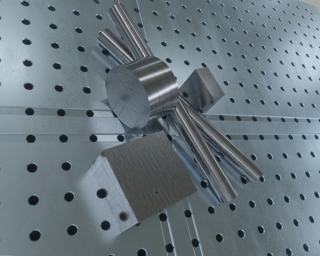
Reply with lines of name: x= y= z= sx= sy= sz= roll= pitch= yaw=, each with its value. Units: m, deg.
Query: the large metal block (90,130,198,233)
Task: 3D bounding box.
large metal block: x=-0.019 y=0.058 z=0.348 sx=0.081 sy=0.050 sz=0.080 roll=-18 pitch=72 yaw=-35

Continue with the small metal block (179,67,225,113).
small metal block: x=0.061 y=-0.054 z=0.460 sx=0.025 sy=0.050 sz=0.050 roll=-17 pitch=71 yaw=-35

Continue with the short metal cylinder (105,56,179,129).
short metal cylinder: x=-0.023 y=-0.045 z=0.389 sx=0.050 sy=0.080 sz=0.080 roll=-30 pitch=79 yaw=-38

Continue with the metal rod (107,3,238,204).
metal rod: x=0.015 y=-0.036 z=0.416 sx=0.025 sy=0.025 sz=0.299 roll=-27 pitch=84 yaw=-37

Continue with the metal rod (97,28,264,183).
metal rod: x=0.028 y=-0.032 z=0.444 sx=0.300 sy=0.025 sz=0.025 roll=43 pitch=51 yaw=1
